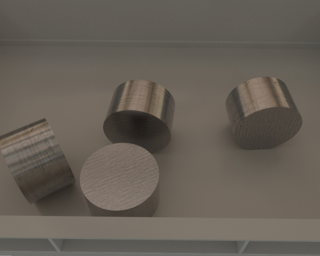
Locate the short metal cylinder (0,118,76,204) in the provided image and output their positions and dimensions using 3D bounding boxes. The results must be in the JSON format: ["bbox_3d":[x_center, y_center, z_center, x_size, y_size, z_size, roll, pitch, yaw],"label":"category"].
[{"bbox_3d":[-0.133,0.035,0.339,0.050,0.080,0.080,-26,55,-20],"label":"short metal cylinder"}]

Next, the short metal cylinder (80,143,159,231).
[{"bbox_3d":[-0.041,0.063,0.336,0.080,0.050,0.080,0,50,0],"label":"short metal cylinder"}]

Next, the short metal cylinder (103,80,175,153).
[{"bbox_3d":[-0.024,-0.013,0.380,0.080,0.080,0.050,6,50,4],"label":"short metal cylinder"}]

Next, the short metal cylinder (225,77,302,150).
[{"bbox_3d":[0.126,-0.017,0.384,0.081,0.080,0.050,-3,50,-2],"label":"short metal cylinder"}]
